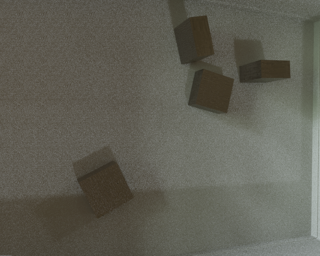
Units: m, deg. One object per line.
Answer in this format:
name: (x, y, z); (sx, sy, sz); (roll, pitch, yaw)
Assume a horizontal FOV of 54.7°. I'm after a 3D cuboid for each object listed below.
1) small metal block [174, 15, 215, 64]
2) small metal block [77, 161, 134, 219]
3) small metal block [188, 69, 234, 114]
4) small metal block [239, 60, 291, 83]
small metal block: (0.045, -0.117, 0.415); (0.025, 0.050, 0.050); (-14, 95, -20)
small metal block: (-0.068, 0.076, 0.386); (0.050, 0.025, 0.050); (-27, 99, -18)
small metal block: (0.072, -0.051, 0.439); (0.050, 0.025, 0.050); (14, 85, -20)
small metal block: (0.153, -0.082, 0.456); (0.050, 0.050, 0.025); (-3, 92, -20)
